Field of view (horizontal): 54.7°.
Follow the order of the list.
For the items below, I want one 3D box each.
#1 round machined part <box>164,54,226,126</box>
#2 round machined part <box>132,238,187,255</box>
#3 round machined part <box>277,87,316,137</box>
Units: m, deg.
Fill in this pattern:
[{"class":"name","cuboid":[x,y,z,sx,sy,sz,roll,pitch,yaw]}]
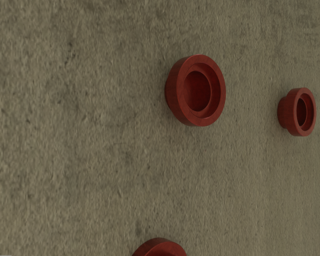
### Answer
[{"class":"round machined part","cuboid":[0.045,-0.051,0.434,0.099,0.042,0.097,0,90,-40]},{"class":"round machined part","cuboid":[0.004,0.197,0.399,0.099,0.042,0.097,0,90,-40]},{"class":"round machined part","cuboid":[0.274,-0.032,0.628,0.099,0.042,0.097,0,90,-40]}]
